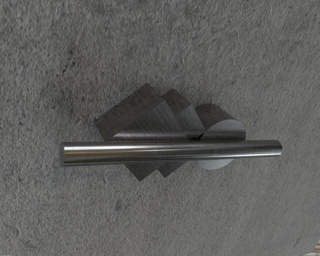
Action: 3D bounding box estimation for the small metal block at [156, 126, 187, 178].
[{"bbox_3d":[0.010,0.031,0.418,0.050,0.050,0.025,-36,130,-4],"label":"small metal block"}]

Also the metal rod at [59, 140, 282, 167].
[{"bbox_3d":[0.036,0.028,0.378,0.303,0.025,0.025,1,118,-29],"label":"metal rod"}]

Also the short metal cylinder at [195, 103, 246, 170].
[{"bbox_3d":[0.073,0.012,0.438,0.081,0.050,0.079,-14,124,-21],"label":"short metal cylinder"}]

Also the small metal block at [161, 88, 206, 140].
[{"bbox_3d":[0.027,-0.017,0.397,0.025,0.050,0.050,-37,130,-4],"label":"small metal block"}]

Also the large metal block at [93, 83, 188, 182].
[{"bbox_3d":[-0.020,0.006,0.383,0.080,0.050,0.080,-36,129,-4],"label":"large metal block"}]
